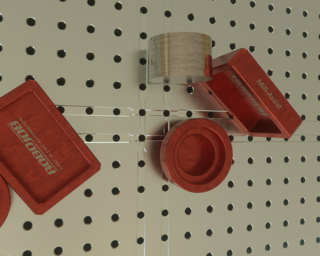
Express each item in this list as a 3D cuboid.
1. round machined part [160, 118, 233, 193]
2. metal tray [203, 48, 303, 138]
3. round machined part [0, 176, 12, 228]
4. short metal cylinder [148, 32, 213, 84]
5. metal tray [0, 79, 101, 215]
[{"bbox_3d":[0.046,0.036,0.422,0.099,0.042,0.097,0,90,-21],"label":"round machined part"},{"bbox_3d":[0.119,-0.042,0.423,0.130,0.090,0.030,46,76,-15],"label":"metal tray"},{"bbox_3d":[-0.212,0.080,0.326,0.099,0.042,0.097,0,90,-21],"label":"round machined part"},{"bbox_3d":[0.026,-0.086,0.394,0.081,0.080,0.050,-1,91,-20],"label":"short metal cylinder"},{"bbox_3d":[-0.143,0.022,0.357,0.090,0.030,0.130,-39,103,-16],"label":"metal tray"}]
